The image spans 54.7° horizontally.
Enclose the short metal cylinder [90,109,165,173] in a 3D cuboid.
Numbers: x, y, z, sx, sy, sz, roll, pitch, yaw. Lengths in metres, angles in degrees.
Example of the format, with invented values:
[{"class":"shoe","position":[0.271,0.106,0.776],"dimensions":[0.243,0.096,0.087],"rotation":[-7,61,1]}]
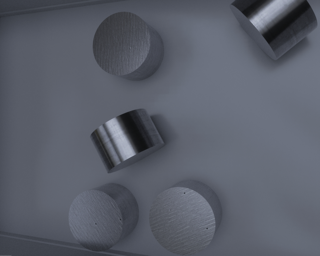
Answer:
[{"class":"short metal cylinder","position":[-0.041,0.017,0.396],"dimensions":[0.080,0.080,0.050],"rotation":[-31,80,17]}]

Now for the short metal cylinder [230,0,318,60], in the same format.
[{"class":"short metal cylinder","position":[0.122,-0.121,0.338],"dimensions":[0.050,0.080,0.080],"rotation":[-40,78,16]}]

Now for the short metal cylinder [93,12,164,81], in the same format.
[{"class":"short metal cylinder","position":[-0.041,-0.106,0.412],"dimensions":[0.080,0.050,0.080],"rotation":[0,90,20]}]

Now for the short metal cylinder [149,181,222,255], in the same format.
[{"class":"short metal cylinder","position":[0.033,0.109,0.385],"dimensions":[0.080,0.050,0.080],"rotation":[0,90,20]}]

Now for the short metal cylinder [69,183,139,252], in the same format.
[{"class":"short metal cylinder","position":[-0.076,0.120,0.424],"dimensions":[0.080,0.050,0.080],"rotation":[0,90,20]}]
